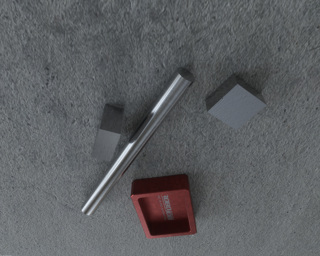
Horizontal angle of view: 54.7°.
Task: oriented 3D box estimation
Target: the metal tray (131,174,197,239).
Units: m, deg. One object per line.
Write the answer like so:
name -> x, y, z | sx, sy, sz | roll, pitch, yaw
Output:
metal tray -> 0.010, 0.135, 0.519 | 0.090, 0.030, 0.129 | -8, 130, 6

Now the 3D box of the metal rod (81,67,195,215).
metal rod -> -0.045, 0.037, 0.438 | 0.025, 0.025, 0.298 | 24, 126, -19

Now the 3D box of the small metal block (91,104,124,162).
small metal block -> -0.067, 0.006, 0.395 | 0.025, 0.050, 0.050 | 15, 128, -13

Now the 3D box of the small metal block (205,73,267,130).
small metal block -> 0.093, -0.031, 0.382 | 0.050, 0.025, 0.050 | 30, 124, -23
